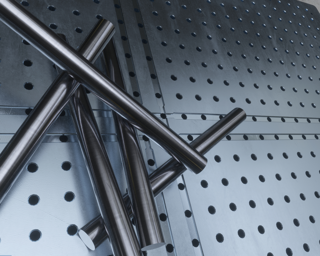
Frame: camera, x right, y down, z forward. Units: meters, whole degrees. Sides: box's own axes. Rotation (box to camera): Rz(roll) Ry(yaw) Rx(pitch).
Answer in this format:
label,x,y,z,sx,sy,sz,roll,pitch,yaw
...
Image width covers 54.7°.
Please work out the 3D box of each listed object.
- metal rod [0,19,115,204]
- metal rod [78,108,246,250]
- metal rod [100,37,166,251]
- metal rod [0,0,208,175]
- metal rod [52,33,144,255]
label,x,y,z,sx,sy,sz,roll,pitch,yaw
metal rod,-0.122,-0.007,0.317,0.025,0.025,0.300,30,61,-10
metal rod,0.027,0.044,0.397,0.302,0.025,0.025,-33,81,-38
metal rod,-0.044,-0.010,0.371,0.025,0.025,0.299,2,55,-28
metal rod,-0.063,-0.045,0.335,0.301,0.025,0.025,39,50,-17
metal rod,-0.078,0.008,0.341,0.025,0.025,0.299,-7,59,-32
